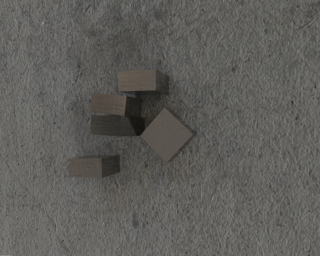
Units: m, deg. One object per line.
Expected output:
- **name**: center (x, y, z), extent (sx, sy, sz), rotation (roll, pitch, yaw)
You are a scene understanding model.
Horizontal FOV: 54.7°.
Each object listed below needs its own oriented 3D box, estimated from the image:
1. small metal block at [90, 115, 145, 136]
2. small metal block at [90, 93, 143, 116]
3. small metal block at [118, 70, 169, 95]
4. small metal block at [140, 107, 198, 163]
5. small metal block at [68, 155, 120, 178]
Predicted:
- **small metal block**: center (-0.055, -0.003, 0.410), extent (0.050, 0.050, 0.025), rotation (3, 91, 33)
- **small metal block**: center (-0.058, -0.030, 0.416), extent (0.050, 0.050, 0.025), rotation (7, 93, 20)
- **small metal block**: center (-0.020, -0.058, 0.403), extent (0.050, 0.050, 0.025), rotation (1, 90, 20)
- **small metal block**: center (0.011, 0.009, 0.405), extent (0.050, 0.025, 0.050), rotation (44, 103, 14)
- **small metal block**: center (-0.089, 0.052, 0.427), extent (0.050, 0.050, 0.025), rotation (-2, 90, 20)
